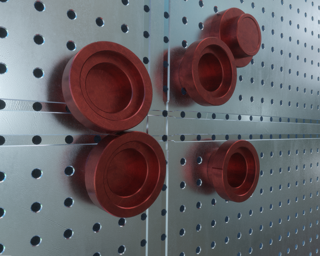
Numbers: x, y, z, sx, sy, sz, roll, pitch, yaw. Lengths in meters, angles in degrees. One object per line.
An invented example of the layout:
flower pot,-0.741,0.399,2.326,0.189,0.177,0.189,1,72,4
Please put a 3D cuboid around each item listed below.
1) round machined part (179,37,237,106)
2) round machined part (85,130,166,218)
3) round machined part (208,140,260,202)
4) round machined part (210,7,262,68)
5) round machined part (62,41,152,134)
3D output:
round machined part,0.067,-0.080,0.456,0.099,0.042,0.097,0,90,-40
round machined part,-0.043,0.050,0.361,0.099,0.042,0.097,-5,97,-41
round machined part,0.114,0.067,0.497,0.099,0.042,0.097,0,90,-40
round machined part,0.130,-0.149,0.510,0.099,0.042,0.097,0,90,-40
round machined part,-0.060,-0.042,0.342,0.099,0.042,0.098,8,76,-36
